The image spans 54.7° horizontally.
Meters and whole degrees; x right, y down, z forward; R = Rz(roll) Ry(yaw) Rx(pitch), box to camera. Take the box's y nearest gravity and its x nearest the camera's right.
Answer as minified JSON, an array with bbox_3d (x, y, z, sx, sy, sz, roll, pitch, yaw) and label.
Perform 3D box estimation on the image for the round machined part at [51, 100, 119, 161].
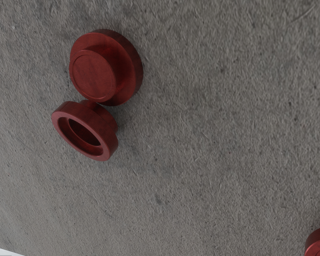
[{"bbox_3d":[-0.099,-0.001,0.435,0.098,0.042,0.097,24,146,18],"label":"round machined part"}]

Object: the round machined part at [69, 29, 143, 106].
[{"bbox_3d":[-0.074,-0.071,0.391,0.098,0.042,0.097,13,124,21],"label":"round machined part"}]

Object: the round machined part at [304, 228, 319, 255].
[{"bbox_3d":[0.227,0.151,0.369,0.098,0.042,0.097,13,124,21],"label":"round machined part"}]
